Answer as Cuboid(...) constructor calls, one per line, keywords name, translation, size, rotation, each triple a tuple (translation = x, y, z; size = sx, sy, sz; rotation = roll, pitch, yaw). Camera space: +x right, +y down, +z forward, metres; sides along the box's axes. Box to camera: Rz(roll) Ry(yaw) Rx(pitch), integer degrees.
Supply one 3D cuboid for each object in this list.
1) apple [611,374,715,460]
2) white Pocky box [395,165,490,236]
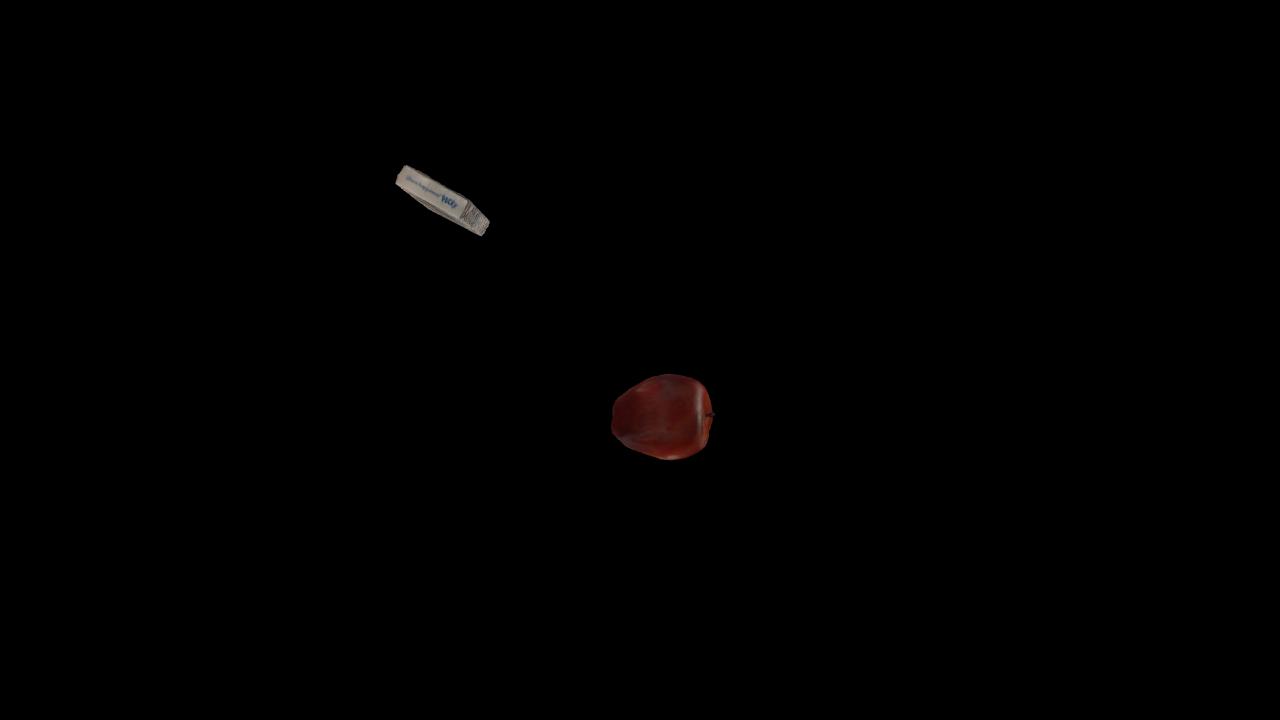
Cuboid(name="apple", translation=(0.022, 0.050, 0.551), size=(0.093, 0.079, 0.079), rotation=(-5, -2, 19))
Cuboid(name="white Pocky box", translation=(-0.240, -0.194, 0.767), size=(0.084, 0.028, 0.154), rotation=(28, 1, -6))
